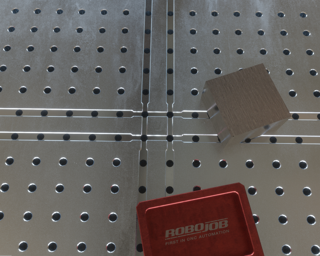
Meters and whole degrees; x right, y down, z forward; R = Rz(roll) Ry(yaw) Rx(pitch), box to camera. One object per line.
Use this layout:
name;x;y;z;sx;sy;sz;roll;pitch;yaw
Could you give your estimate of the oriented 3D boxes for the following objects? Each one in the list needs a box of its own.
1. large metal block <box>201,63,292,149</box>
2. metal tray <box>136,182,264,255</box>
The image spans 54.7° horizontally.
large metal block;0.110;-0.029;0.409;0.080;0.050;0.080;-19;71;-7
metal tray;0.044;0.122;0.364;0.131;0.030;0.090;-10;70;-4
